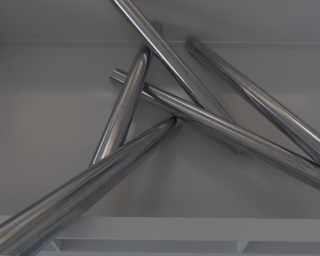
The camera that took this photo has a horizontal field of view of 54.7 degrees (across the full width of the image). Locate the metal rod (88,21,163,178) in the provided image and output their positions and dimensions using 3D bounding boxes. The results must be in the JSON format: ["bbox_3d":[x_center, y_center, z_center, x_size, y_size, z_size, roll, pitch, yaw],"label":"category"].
[{"bbox_3d":[-0.032,-0.060,0.397,0.025,0.025,0.300,7,44,6],"label":"metal rod"}]

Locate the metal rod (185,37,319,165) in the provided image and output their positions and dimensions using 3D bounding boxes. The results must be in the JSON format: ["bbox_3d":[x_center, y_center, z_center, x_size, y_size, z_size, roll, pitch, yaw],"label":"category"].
[{"bbox_3d":[0.111,-0.058,0.417,0.025,0.025,0.300,-18,41,-14],"label":"metal rod"}]

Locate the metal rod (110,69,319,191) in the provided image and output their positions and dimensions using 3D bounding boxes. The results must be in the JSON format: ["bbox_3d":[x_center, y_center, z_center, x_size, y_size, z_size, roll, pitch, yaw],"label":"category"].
[{"bbox_3d":[0.054,-0.010,0.381,0.300,0.025,0.025,29,56,27],"label":"metal rod"}]

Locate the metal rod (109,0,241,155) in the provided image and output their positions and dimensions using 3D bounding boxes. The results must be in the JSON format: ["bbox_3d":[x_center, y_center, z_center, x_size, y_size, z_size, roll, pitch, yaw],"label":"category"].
[{"bbox_3d":[0.017,-0.089,0.419,0.025,0.025,0.300,-32,76,-24],"label":"metal rod"}]

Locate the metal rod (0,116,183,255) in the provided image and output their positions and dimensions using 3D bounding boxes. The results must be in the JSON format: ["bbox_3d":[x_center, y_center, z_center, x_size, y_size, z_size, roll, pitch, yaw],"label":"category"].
[{"bbox_3d":[-0.034,0.031,0.277,0.025,0.025,0.301,19,20,15],"label":"metal rod"}]
